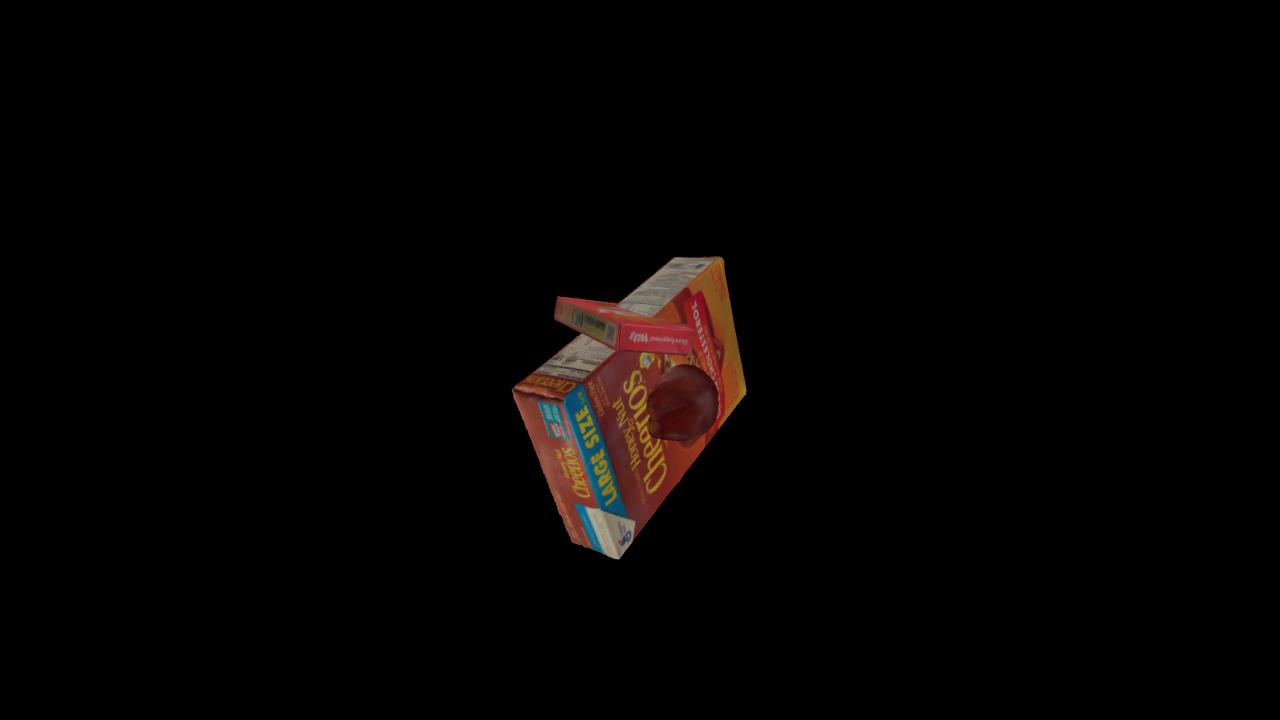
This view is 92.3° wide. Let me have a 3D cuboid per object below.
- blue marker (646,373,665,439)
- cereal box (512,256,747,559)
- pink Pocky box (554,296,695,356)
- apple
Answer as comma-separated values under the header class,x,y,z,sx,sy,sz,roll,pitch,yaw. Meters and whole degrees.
class,x,y,z,sx,sy,sz,roll,pitch,yaw
blue marker,0.009,-0.028,0.740,0.020,0.020,0.121,0,4,-37
cereal box,0.011,0.038,0.686,0.081,0.203,0.306,7,36,35
pink Pocky box,-0.021,-0.037,0.632,0.084,0.029,0.155,3,13,-31
apple,0.041,0.048,0.647,0.093,0.079,0.079,-22,15,-42
